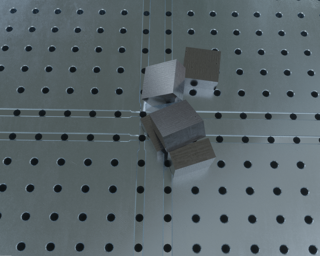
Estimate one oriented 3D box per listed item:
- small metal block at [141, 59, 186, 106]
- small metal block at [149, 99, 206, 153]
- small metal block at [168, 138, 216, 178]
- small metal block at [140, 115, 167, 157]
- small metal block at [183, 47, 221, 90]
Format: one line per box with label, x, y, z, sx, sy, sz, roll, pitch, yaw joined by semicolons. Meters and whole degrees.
small metal block;0.005;-0.061;0.421;0.050;0.025;0.050;-7;66;33
small metal block;0.020;-0.004;0.375;0.050;0.025;0.050;-22;40;-9
small metal block;0.038;0.038;0.385;0.050;0.050;0.025;-17;71;-6
small metal block;0.008;0.003;0.411;0.050;0.025;0.050;-25;72;-9
small metal block;0.058;-0.085;0.444;0.050;0.025;0.050;8;70;2
